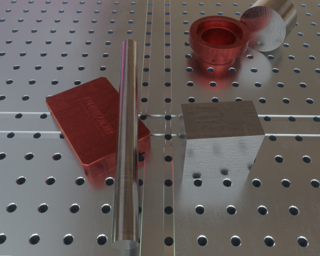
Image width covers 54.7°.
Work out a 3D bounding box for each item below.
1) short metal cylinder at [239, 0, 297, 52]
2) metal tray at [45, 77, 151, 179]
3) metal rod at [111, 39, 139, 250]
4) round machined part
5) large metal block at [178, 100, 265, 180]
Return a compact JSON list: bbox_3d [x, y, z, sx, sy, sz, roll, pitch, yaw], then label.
[{"bbox_3d":[0.182,-0.177,0.523,0.080,0.080,0.050,29,56,21],"label":"short metal cylinder"},{"bbox_3d":[-0.083,-0.007,0.409,0.091,0.030,0.130,-26,55,-21],"label":"metal tray"},{"bbox_3d":[-0.039,-0.010,0.375,0.025,0.025,0.300,-2,50,-2],"label":"metal rod"},{"bbox_3d":[0.097,-0.143,0.518,0.099,0.042,0.098,0,50,0],"label":"round machined part"},{"bbox_3d":[0.065,0.016,0.360,0.081,0.080,0.050,-3,50,-3],"label":"large metal block"}]
